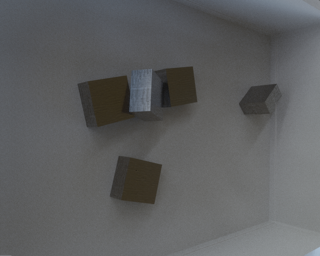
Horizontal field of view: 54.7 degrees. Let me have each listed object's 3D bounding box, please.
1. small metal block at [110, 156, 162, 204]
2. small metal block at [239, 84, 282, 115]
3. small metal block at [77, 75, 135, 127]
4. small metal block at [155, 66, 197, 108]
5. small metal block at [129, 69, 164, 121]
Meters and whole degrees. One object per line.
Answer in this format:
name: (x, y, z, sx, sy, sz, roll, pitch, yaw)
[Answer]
small metal block: (-0.029, 0.064, 0.382, 0.050, 0.025, 0.050, 19, 78, -39)
small metal block: (0.173, -0.049, 0.535, 0.050, 0.050, 0.025, -49, 119, -29)
small metal block: (-0.061, -0.031, 0.355, 0.050, 0.025, 0.050, -17, 101, -39)
small metal block: (0.022, -0.056, 0.425, 0.050, 0.025, 0.050, -14, 99, -39)
small metal block: (-0.015, -0.038, 0.375, 0.050, 0.025, 0.050, 34, 56, -70)
